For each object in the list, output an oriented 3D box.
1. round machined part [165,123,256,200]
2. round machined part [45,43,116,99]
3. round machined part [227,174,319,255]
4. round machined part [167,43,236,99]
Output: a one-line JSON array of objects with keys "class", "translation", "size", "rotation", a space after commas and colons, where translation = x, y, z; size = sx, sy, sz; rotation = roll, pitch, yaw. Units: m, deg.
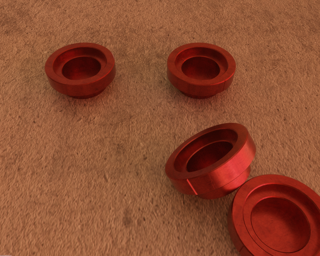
[{"class": "round machined part", "translation": [0.058, 0.039, 0.338], "size": [0.098, 0.042, 0.098], "rotation": [-28, 18, 11]}, {"class": "round machined part", "translation": [-0.115, -0.081, 0.459], "size": [0.099, 0.042, 0.098], "rotation": [0, 50, 0]}, {"class": "round machined part", "translation": [0.116, 0.099, 0.308], "size": [0.099, 0.042, 0.098], "rotation": [1, 51, -1]}, {"class": "round machined part", "translation": [0.060, -0.081, 0.460], "size": [0.099, 0.042, 0.098], "rotation": [0, 50, 0]}]
